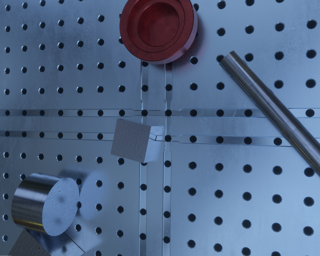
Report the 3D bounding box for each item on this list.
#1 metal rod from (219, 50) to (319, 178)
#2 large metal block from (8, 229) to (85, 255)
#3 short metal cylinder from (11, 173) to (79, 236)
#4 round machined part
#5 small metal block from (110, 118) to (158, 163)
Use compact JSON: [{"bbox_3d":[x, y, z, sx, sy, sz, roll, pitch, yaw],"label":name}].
[{"bbox_3d":[0.174,0.028,0.351,0.025,0.025,0.300,-42,77,15],"label":"metal rod"},{"bbox_3d":[-0.174,0.197,0.458,0.080,0.050,0.080,37,102,16],"label":"large metal block"},{"bbox_3d":[-0.159,0.106,0.438,0.050,0.080,0.079,6,92,19],"label":"short metal cylinder"},{"bbox_3d":[0.001,-0.131,0.402,0.098,0.042,0.097,0,90,19],"label":"round machined part"},{"bbox_3d":[-0.035,0.017,0.424,0.050,0.025,0.050,13,94,19],"label":"small metal block"}]
